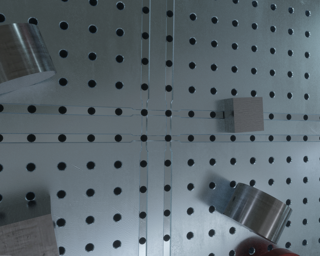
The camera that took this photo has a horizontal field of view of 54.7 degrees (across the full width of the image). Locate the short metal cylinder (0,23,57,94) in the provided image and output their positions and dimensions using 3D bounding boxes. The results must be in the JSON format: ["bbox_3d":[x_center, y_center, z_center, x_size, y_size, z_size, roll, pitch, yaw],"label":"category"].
[{"bbox_3d":[-0.158,-0.070,0.325,0.081,0.080,0.050,-22,98,-19],"label":"short metal cylinder"}]

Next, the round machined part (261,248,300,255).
[{"bbox_3d":[0.176,0.231,0.469,0.099,0.042,0.097,0,90,-20],"label":"round machined part"}]

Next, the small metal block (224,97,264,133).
[{"bbox_3d":[0.124,-0.019,0.458,0.050,0.025,0.050,-4,91,-20],"label":"small metal block"}]

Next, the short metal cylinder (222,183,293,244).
[{"bbox_3d":[0.135,0.118,0.433,0.080,0.080,0.050,33,79,-17],"label":"short metal cylinder"}]

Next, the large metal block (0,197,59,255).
[{"bbox_3d":[-0.153,0.115,0.327,0.081,0.080,0.050,-11,94,-20],"label":"large metal block"}]
